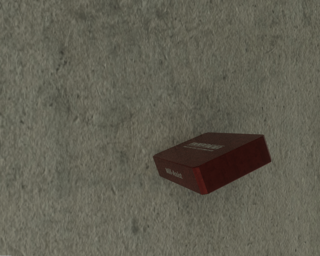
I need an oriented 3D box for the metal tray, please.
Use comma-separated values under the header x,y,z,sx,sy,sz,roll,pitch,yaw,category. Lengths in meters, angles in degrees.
x,y,z,sx,sy,sz,roll,pitch,yaw,category
0.055,0.036,0.373,0.091,0.130,0.030,-22,98,-19,metal tray
